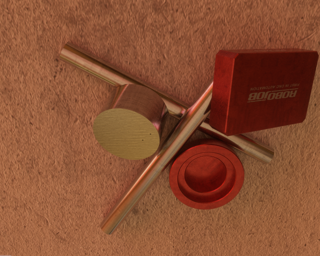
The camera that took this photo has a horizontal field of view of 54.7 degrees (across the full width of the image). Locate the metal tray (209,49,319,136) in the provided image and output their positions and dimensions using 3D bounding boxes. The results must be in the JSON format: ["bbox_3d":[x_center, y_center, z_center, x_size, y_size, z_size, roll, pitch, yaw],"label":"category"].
[{"bbox_3d":[0.123,-0.045,0.363,0.131,0.030,0.089,-8,113,-27],"label":"metal tray"}]

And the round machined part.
[{"bbox_3d":[0.061,0.059,0.424,0.099,0.042,0.097,0,110,0],"label":"round machined part"}]

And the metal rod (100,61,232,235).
[{"bbox_3d":[0.003,0.039,0.407,0.025,0.025,0.298,32,113,-11],"label":"metal rod"}]

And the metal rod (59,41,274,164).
[{"bbox_3d":[0.017,-0.028,0.402,0.301,0.025,0.025,27,108,-10],"label":"metal rod"}]

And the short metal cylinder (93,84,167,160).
[{"bbox_3d":[-0.035,-0.007,0.381,0.080,0.050,0.079,7,131,9],"label":"short metal cylinder"}]
